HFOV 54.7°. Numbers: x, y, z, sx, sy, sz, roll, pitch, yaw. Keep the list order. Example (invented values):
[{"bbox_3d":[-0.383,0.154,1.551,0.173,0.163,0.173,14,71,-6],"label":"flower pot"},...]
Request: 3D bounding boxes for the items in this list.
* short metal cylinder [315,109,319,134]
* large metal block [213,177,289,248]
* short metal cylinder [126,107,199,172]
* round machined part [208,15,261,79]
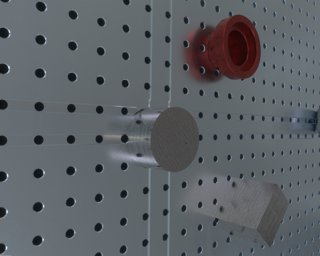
[{"bbox_3d":[0.403,-0.013,0.711,0.081,0.080,0.050,16,80,-39],"label":"short metal cylinder"},{"bbox_3d":[0.145,0.131,0.496,0.050,0.080,0.080,52,60,-28],"label":"large metal block"},{"bbox_3d":[0.004,0.014,0.396,0.081,0.050,0.079,0,90,-40],"label":"short metal cylinder"},{"bbox_3d":[0.115,-0.126,0.494,0.099,0.042,0.097,0,90,-40],"label":"round machined part"}]
